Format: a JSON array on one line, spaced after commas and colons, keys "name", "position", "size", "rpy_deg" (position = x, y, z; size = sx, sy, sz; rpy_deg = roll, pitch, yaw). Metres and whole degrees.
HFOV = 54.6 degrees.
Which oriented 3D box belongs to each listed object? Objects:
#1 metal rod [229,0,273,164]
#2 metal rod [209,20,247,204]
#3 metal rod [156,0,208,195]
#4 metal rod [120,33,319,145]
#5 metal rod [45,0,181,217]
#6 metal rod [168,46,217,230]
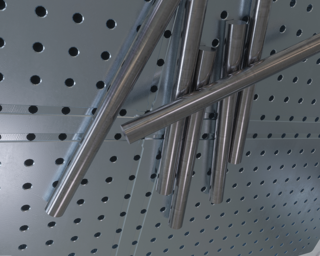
[{"name": "metal rod", "position": [0.124, -0.076, 0.430], "size": [0.025, 0.025, 0.298], "rpy_deg": [-12, 124, -22]}, {"name": "metal rod", "position": [0.095, -0.003, 0.460], "size": [0.025, 0.025, 0.298], "rpy_deg": [-14, 124, -20]}, {"name": "metal rod", "position": [0.025, -0.036, 0.401], "size": [0.025, 0.025, 0.298], "rpy_deg": [-6, 121, -25]}, {"name": "metal rod", "position": [0.092, -0.056, 0.392], "size": [0.302, 0.025, 0.025], "rpy_deg": [-26, 128, -13]}, {"name": "metal rod", "position": [-0.063, -0.017, 0.365], "size": [0.025, 0.025, 0.299], "rpy_deg": [20, 107, -36]}, {"name": "metal rod", "position": [0.042, 0.032, 0.452], "size": [0.025, 0.025, 0.298], "rpy_deg": [-7, 122, -25]}]
